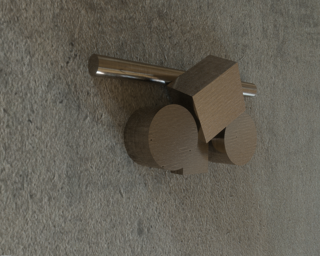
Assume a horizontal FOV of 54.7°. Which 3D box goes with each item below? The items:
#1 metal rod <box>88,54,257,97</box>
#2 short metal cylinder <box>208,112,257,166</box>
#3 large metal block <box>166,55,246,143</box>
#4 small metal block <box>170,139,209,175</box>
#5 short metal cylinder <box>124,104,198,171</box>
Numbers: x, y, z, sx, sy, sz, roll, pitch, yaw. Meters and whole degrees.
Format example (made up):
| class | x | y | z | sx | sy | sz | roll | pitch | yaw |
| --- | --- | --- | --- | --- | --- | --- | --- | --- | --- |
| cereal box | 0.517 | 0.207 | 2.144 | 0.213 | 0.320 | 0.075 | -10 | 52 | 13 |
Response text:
| class | x | y | z | sx | sy | sz | roll | pitch | yaw |
| --- | --- | --- | --- | --- | --- | --- | --- | --- | --- |
| metal rod | 0.042 | -0.068 | 0.441 | 0.302 | 0.025 | 0.025 | 1 | 90 | -40 |
| short metal cylinder | 0.105 | 0.016 | 0.478 | 0.081 | 0.050 | 0.079 | 0 | 90 | -40 |
| large metal block | 0.066 | -0.040 | 0.422 | 0.080 | 0.050 | 0.080 | -38 | 131 | -19 |
| small metal block | 0.043 | 0.039 | 0.443 | 0.050 | 0.025 | 0.050 | 2 | 89 | -40 |
| short metal cylinder | 0.002 | 0.011 | 0.391 | 0.081 | 0.050 | 0.079 | 0 | 90 | -40 |
